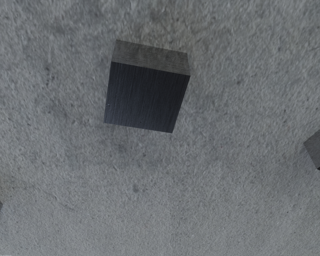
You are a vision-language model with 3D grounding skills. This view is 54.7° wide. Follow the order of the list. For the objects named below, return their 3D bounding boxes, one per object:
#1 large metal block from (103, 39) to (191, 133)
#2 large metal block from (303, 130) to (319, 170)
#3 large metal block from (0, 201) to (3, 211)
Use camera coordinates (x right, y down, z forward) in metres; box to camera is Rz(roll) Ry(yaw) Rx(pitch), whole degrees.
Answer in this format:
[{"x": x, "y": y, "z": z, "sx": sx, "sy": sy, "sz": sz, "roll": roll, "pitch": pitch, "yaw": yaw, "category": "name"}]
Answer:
[{"x": -0.017, "y": -0.046, "z": 0.352, "sx": 0.081, "sy": 0.050, "sz": 0.079, "roll": 9, "pitch": 130, "yaw": -8, "category": "large metal block"}, {"x": 0.261, "y": 0.026, "z": 0.417, "sx": 0.080, "sy": 0.050, "sz": 0.080, "roll": 23, "pitch": 126, "yaw": -19, "category": "large metal block"}, {"x": -0.314, "y": 0.121, "z": 0.489, "sx": 0.080, "sy": 0.050, "sz": 0.080, "roll": -6, "pitch": 130, "yaw": 4, "category": "large metal block"}]
